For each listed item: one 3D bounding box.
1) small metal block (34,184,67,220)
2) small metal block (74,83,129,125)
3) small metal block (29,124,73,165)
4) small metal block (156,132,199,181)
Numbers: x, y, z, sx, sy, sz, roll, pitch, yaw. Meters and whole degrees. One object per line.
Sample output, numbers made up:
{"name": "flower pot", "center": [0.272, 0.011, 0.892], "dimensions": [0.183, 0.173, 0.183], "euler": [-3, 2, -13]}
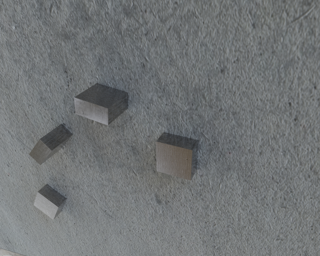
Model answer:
{"name": "small metal block", "center": [-0.217, 0.146, 0.612], "dimensions": [0.050, 0.025, 0.050], "euler": [35, 129, 4]}
{"name": "small metal block", "center": [-0.077, -0.033, 0.411], "dimensions": [0.050, 0.050, 0.025], "euler": [18, 126, 17]}
{"name": "small metal block", "center": [-0.176, 0.026, 0.500], "dimensions": [0.025, 0.050, 0.050], "euler": [46, 129, -4]}
{"name": "small metal block", "center": [0.023, 0.038, 0.418], "dimensions": [0.050, 0.025, 0.050], "euler": [13, 124, 21]}
